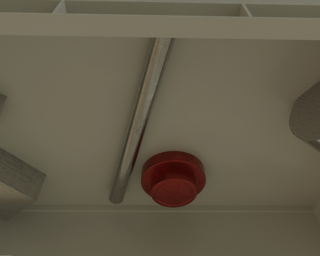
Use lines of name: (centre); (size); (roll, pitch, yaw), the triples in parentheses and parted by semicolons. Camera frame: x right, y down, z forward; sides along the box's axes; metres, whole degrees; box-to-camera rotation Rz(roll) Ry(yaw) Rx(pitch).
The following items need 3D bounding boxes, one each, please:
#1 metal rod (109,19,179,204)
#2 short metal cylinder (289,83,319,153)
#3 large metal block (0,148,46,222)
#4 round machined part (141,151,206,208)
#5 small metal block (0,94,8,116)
metal rod: (-0.032, 0.004, 0.411); (0.025, 0.025, 0.298); (12, 129, -10)
short metal cylinder: (0.205, -0.010, 0.368); (0.050, 0.080, 0.080); (30, 124, -23)
large metal block: (-0.235, 0.086, 0.463); (0.080, 0.050, 0.080); (-33, 123, 25)
round machined part: (0.020, 0.084, 0.470); (0.099, 0.042, 0.097); (-1, 130, 0)
small metal block: (-0.226, -0.025, 0.384); (0.050, 0.025, 0.050); (25, 126, -21)
